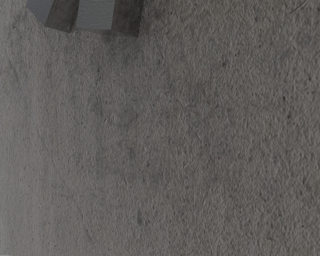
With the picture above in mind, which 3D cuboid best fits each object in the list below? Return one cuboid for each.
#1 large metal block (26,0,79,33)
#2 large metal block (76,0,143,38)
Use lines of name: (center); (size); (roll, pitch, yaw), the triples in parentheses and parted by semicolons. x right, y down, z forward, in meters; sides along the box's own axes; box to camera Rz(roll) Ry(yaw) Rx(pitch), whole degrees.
large metal block: (-0.181, -0.225, 0.538); (0.080, 0.050, 0.080); (47, 118, 29)
large metal block: (-0.072, -0.178, 0.448); (0.080, 0.050, 0.079); (17, 101, 38)
